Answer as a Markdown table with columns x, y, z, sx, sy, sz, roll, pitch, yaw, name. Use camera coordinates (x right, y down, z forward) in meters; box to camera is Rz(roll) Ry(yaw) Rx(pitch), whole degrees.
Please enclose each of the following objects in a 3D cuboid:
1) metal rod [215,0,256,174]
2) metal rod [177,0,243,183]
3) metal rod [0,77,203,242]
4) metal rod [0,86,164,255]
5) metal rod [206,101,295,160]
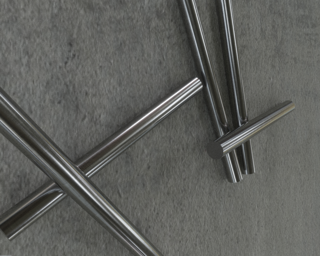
| x | y | z | sx | sy | sz | roll | pitch | yaw | name |
| --- | --- | --- | --- | --- | --- | --- | --- | --- | --- |
| 0.126 | -0.069 | 0.512 | 0.025 | 0.025 | 0.298 | -18 | 101 | -39 | metal rod |
| 0.079 | -0.053 | 0.473 | 0.025 | 0.025 | 0.298 | -30 | 109 | -36 | metal rod |
| -0.047 | 0.016 | 0.367 | 0.302 | 0.025 | 0.025 | -39 | 114 | -33 | metal rod |
| -0.067 | 0.078 | 0.322 | 0.025 | 0.025 | 0.299 | -53 | 130 | -27 | metal rod |
| 0.166 | -0.007 | 0.516 | 0.302 | 0.025 | 0.025 | -21 | 104 | -48 | metal rod |
